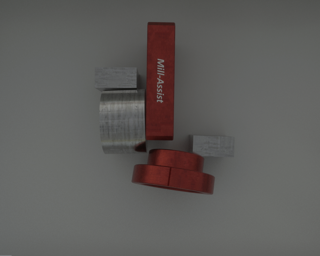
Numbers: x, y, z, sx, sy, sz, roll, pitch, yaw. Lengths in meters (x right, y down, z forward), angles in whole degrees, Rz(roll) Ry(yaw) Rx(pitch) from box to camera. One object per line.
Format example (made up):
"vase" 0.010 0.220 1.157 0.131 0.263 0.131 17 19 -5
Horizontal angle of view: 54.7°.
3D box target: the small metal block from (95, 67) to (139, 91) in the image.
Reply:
"small metal block" -0.053 -0.061 0.398 0.050 0.050 0.025 0 90 -1

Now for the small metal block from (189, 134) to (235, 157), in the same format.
"small metal block" 0.065 0.022 0.400 0.050 0.050 0.025 2 90 -1

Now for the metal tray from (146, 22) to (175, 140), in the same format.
"metal tray" 0.000 -0.051 0.378 0.030 0.090 0.129 1 90 0

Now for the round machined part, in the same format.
"round machined part" 0.017 0.053 0.377 0.099 0.098 0.042 9 77 -1

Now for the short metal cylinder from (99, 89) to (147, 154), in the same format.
"short metal cylinder" -0.042 -0.008 0.383 0.050 0.080 0.079 -1 90 0
